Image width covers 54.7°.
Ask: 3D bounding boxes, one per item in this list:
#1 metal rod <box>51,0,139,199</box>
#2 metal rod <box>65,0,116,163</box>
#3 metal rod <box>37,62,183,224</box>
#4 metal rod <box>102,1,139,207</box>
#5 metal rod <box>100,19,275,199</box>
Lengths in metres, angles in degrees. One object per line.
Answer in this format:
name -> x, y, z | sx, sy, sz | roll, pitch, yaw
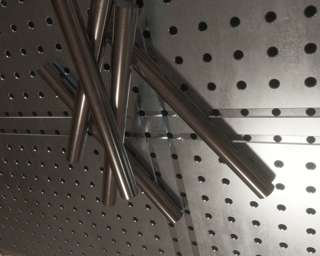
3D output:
metal rod -> -0.075, -0.043, 0.355 | 0.025, 0.025, 0.298 | 0, 119, 28
metal rod -> -0.087, -0.065, 0.381 | 0.025, 0.025, 0.298 | 29, 128, 9
metal rod -> -0.070, 0.026, 0.462 | 0.025, 0.025, 0.300 | -34, 100, 38
metal rod -> -0.057, -0.006, 0.402 | 0.025, 0.025, 0.298 | 21, 126, 15
metal rod -> 0.029, -0.027, 0.378 | 0.300, 0.025, 0.025 | 45, 129, -4
